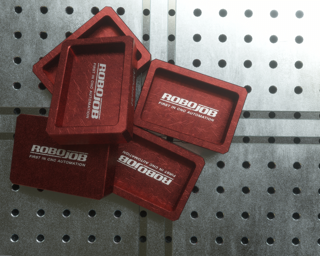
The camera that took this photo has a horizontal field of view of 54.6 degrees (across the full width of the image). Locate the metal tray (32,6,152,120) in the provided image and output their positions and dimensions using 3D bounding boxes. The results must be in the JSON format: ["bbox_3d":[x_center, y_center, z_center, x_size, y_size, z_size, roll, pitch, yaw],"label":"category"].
[{"bbox_3d":[-0.087,-0.083,0.409,0.130,0.030,0.090,-39,89,0],"label":"metal tray"}]

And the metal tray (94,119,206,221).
[{"bbox_3d":[-0.018,0.053,0.410,0.130,0.030,0.090,25,90,0],"label":"metal tray"}]

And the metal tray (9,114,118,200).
[{"bbox_3d":[-0.121,0.034,0.393,0.130,0.030,0.090,7,91,14],"label":"metal tray"}]

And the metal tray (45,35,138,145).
[{"bbox_3d":[-0.076,-0.047,0.368,0.090,0.030,0.130,-2,66,7],"label":"metal tray"}]

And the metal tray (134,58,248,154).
[{"bbox_3d":[0.038,-0.028,0.410,0.131,0.030,0.090,18,91,0],"label":"metal tray"}]
